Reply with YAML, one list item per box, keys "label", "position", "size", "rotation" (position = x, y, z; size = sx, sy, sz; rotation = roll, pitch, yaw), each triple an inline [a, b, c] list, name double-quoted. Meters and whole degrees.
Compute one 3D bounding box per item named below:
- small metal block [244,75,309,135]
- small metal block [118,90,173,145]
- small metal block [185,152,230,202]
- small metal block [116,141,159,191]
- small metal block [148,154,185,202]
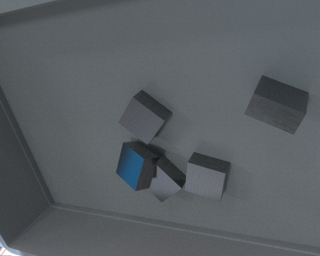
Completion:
- label: "small metal block"
  position: [0.119, -0.025, 0.314]
  size: [0.050, 0.050, 0.025]
  rotation: [24, 127, 13]
- label: "small metal block"
  position: [-0.020, -0.014, 0.411]
  size: [0.050, 0.025, 0.050]
  rotation: [37, 129, 3]
- label: "small metal block"
  position: [0.063, 0.065, 0.416]
  size: [0.050, 0.025, 0.050]
  rotation: [15, 125, 19]
- label: "small metal block"
  position: [-0.033, 0.053, 0.437]
  size: [0.050, 0.025, 0.050]
  rotation: [33, 115, 42]
- label: "small metal block"
  position: [0.003, 0.074, 0.453]
  size: [0.050, 0.025, 0.050]
  rotation: [44, 129, -2]
